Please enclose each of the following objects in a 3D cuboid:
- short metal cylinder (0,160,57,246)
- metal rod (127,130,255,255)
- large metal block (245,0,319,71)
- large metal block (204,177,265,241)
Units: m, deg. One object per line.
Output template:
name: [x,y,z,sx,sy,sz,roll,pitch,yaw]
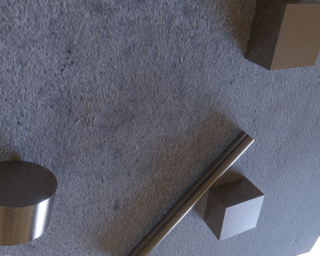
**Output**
short metal cylinder: [-0.157,0.078,0.334,0.081,0.080,0.050,4,117,-31]
metal rod: [0.042,0.123,0.508,0.299,0.025,0.025,-48,129,6]
large metal block: [0.167,-0.125,0.407,0.081,0.050,0.079,-10,123,-24]
large metal block: [0.131,0.144,0.554,0.081,0.050,0.079,-11,124,-23]
